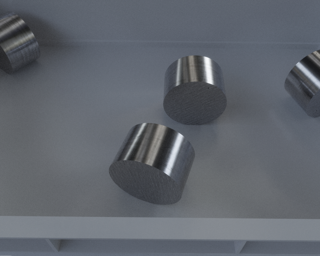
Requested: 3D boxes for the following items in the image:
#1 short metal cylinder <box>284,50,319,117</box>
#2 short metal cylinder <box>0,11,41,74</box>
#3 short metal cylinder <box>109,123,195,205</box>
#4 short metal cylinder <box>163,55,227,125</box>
[{"bbox_3d":[0.221,-0.060,0.423,0.081,0.080,0.050,-15,52,-13],"label":"short metal cylinder"},{"bbox_3d":[-0.232,-0.130,0.476,0.080,0.080,0.050,32,57,24],"label":"short metal cylinder"},{"bbox_3d":[-0.008,0.040,0.336,0.080,0.080,0.050,15,52,12],"label":"short metal cylinder"},{"bbox_3d":[0.045,-0.048,0.411,0.081,0.080,0.050,2,50,1],"label":"short metal cylinder"}]
